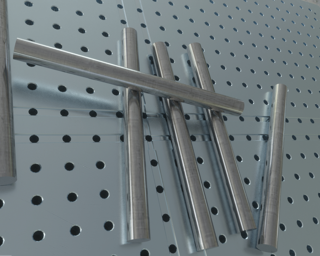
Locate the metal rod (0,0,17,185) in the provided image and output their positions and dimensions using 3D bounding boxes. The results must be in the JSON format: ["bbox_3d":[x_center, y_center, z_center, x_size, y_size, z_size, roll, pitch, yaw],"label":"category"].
[{"bbox_3d":[-0.186,-0.081,0.357,0.025,0.025,0.299,-1,62,-29],"label":"metal rod"}]

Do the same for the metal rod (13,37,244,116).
[{"bbox_3d":[-0.022,-0.059,0.397,0.302,0.025,0.025,12,57,-21],"label":"metal rod"}]

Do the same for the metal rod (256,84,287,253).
[{"bbox_3d":[0.177,0.039,0.478,0.025,0.025,0.300,29,52,-10],"label":"metal rod"}]

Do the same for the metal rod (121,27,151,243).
[{"bbox_3d":[-0.034,-0.013,0.396,0.025,0.025,0.299,9,58,-24],"label":"metal rod"}]

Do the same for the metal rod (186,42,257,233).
[{"bbox_3d":[0.083,-0.003,0.453,0.025,0.025,0.299,3,60,-27],"label":"metal rod"}]

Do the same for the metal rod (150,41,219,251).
[{"bbox_3d":[0.026,0.006,0.417,0.025,0.025,0.299,2,61,-27],"label":"metal rod"}]
